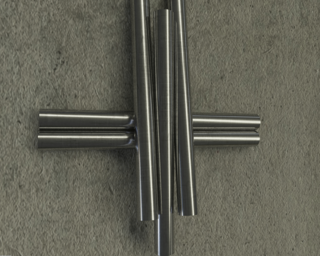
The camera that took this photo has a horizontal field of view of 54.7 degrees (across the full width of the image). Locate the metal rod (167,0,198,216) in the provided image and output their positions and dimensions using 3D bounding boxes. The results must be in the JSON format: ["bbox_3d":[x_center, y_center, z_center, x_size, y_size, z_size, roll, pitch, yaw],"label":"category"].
[{"bbox_3d":[0.028,-0.042,0.399,0.025,0.025,0.298,0,82,-20],"label":"metal rod"}]

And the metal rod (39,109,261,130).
[{"bbox_3d":[0.002,-0.010,0.413,0.303,0.025,0.025,0,90,-21],"label":"metal rod"}]

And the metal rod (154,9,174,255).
[{"bbox_3d":[0.005,0.006,0.386,0.025,0.025,0.298,0,90,-20],"label":"metal rod"}]

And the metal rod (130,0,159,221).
[{"bbox_3d":[-0.021,-0.042,0.381,0.025,0.025,0.298,0,82,-20],"label":"metal rod"}]

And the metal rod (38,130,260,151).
[{"bbox_3d":[0.000,0.015,0.412,0.303,0.025,0.025,0,90,-21],"label":"metal rod"}]
